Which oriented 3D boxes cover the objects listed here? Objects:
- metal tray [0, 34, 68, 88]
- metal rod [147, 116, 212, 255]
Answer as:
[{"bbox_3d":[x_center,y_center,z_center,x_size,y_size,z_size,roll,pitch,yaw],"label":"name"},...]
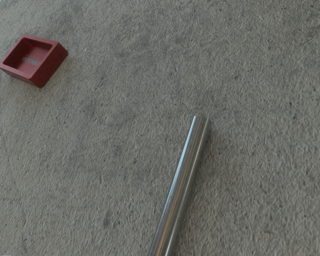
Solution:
[{"bbox_3d":[-0.253,-0.135,0.612,0.130,0.030,0.090,22,73,35],"label":"metal tray"},{"bbox_3d":[0.004,0.122,0.325,0.025,0.025,0.300,7,65,31],"label":"metal rod"}]
